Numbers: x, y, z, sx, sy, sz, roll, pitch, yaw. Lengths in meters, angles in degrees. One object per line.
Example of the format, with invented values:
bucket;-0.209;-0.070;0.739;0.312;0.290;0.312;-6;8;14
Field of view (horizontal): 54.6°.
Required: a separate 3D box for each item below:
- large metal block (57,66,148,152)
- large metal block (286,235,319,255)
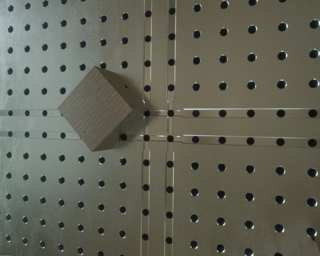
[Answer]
large metal block;-0.079;-0.025;0.428;0.080;0.050;0.080;-45;76;14
large metal block;0.174;0.172;0.322;0.050;0.080;0.080;-45;76;15
